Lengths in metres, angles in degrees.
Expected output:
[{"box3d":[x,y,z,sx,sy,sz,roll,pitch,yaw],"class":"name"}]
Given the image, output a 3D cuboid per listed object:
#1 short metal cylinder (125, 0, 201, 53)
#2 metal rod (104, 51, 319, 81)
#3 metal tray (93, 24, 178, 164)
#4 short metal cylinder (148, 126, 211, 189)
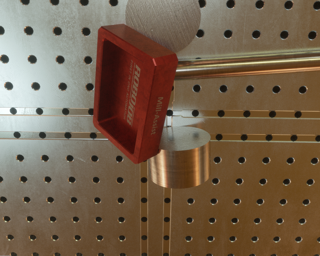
[{"box3d":[0.003,-0.127,0.353,0.081,0.050,0.079,0,110,0],"class":"short metal cylinder"},{"box3d":[0.077,-0.075,0.386,0.302,0.025,0.025,-4,110,1],"class":"metal rod"},{"box3d":[-0.033,-0.036,0.340,0.090,0.030,0.129,38,133,31],"class":"metal tray"},{"box3d":[0.024,0.035,0.397,0.080,0.080,0.050,-3,110,1],"class":"short metal cylinder"}]
